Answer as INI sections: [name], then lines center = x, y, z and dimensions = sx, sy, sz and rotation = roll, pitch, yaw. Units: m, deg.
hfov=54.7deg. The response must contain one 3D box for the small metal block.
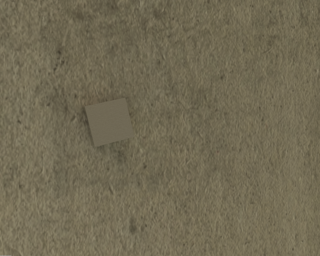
[small metal block]
center = -0.064, -0.007, 0.386
dimensions = 0.050, 0.025, 0.050
rotation = -15, 95, -20
